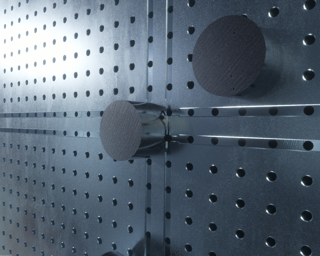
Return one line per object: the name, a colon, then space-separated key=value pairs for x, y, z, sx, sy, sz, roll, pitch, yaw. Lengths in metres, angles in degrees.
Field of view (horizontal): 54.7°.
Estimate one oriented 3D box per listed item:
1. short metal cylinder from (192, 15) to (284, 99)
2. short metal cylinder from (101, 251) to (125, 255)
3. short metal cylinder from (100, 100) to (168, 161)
short metal cylinder: x=0.082 y=-0.071 z=0.326 sx=0.080 sy=0.050 sz=0.079 roll=0 pitch=90 yaw=40
short metal cylinder: x=-0.061 y=0.219 z=0.424 sx=0.050 sy=0.081 sz=0.079 roll=12 pitch=98 yaw=39
short metal cylinder: x=-0.037 y=0.003 z=0.423 sx=0.080 sy=0.050 sz=0.079 roll=0 pitch=90 yaw=40
